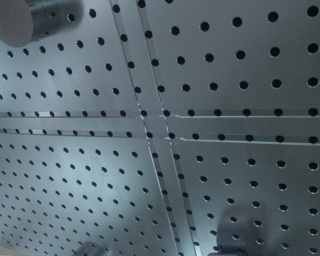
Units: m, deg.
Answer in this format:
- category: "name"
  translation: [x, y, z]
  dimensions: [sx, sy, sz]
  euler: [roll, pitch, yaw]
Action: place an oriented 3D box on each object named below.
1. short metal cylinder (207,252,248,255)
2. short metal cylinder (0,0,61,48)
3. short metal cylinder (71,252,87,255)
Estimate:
- category: "short metal cylinder"
  translation: [0.104, 0.229, 0.463]
  dimensions: [0.050, 0.080, 0.080]
  euler: [-17, 110, 35]
- category: "short metal cylinder"
  translation: [-0.176, -0.149, 0.396]
  dimensions: [0.080, 0.050, 0.079]
  euler: [13, 124, 21]
- category: "short metal cylinder"
  translation: [-0.181, 0.327, 0.693]
  dimensions: [0.080, 0.050, 0.079]
  euler: [13, 124, 21]
